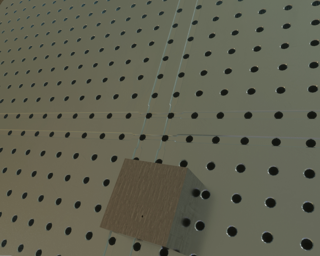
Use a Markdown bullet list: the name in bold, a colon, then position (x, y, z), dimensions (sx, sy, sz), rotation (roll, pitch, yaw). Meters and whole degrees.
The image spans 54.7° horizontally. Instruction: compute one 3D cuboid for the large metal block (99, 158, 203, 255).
- **large metal block**: position (-0.007, 0.085, 0.343), dimensions (0.080, 0.050, 0.080), rotation (5, 64, 30)
